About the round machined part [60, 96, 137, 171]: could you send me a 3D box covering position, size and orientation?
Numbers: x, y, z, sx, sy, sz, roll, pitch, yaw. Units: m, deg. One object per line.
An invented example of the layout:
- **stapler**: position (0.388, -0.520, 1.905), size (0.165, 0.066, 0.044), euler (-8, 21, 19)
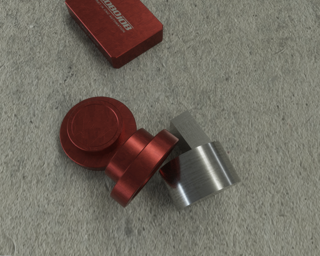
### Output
- **round machined part**: position (-0.080, 0.003, 0.397), size (0.099, 0.042, 0.098), euler (0, 70, 0)

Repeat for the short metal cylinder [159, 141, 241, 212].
- **short metal cylinder**: position (0.046, 0.057, 0.359), size (0.080, 0.080, 0.050), euler (-23, 72, -8)

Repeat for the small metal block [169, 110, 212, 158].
- **small metal block**: position (0.037, 0.012, 0.391), size (0.025, 0.050, 0.050), euler (-32, 73, -12)

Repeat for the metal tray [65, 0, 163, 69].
- **metal tray**: position (-0.068, -0.162, 0.464), size (0.090, 0.030, 0.130), euler (-36, 74, -13)

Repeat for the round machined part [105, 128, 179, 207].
- **round machined part**: position (-0.025, 0.039, 0.353), size (0.042, 0.098, 0.098), euler (38, 74, 7)
